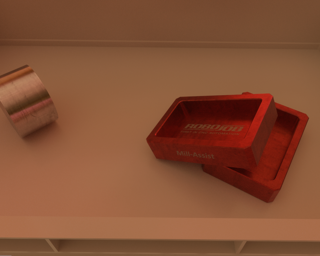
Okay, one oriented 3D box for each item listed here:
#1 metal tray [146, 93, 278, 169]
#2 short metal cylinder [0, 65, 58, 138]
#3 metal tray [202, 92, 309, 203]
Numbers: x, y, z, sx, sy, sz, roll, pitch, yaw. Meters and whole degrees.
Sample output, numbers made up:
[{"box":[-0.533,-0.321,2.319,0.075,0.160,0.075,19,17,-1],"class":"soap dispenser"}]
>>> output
[{"box":[0.059,0.000,0.364,0.130,0.030,0.090,2,42,38],"class":"metal tray"},{"box":[-0.174,-0.034,0.395,0.050,0.080,0.080,-33,58,-24],"class":"short metal cylinder"},{"box":[0.121,0.017,0.388,0.090,0.030,0.130,25,54,19],"class":"metal tray"}]
